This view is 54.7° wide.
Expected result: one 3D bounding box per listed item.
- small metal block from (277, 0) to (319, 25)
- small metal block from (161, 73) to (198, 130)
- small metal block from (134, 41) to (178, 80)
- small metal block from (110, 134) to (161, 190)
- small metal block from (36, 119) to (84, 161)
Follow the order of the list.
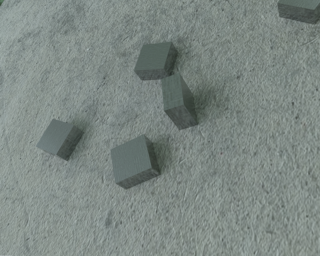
[{"bbox_3d":[0.192,-0.168,0.406,0.050,0.025,0.050,32,79,38],"label":"small metal block"},{"bbox_3d":[0.025,-0.033,0.395,0.025,0.050,0.050,-17,55,19],"label":"small metal block"},{"bbox_3d":[-0.006,-0.101,0.469,0.050,0.025,0.050,2,62,29],"label":"small metal block"},{"bbox_3d":[-0.032,0.043,0.394,0.050,0.025,0.050,-25,53,12],"label":"small metal block"},{"bbox_3d":[-0.153,0.018,0.473,0.050,0.025,0.050,14,69,34],"label":"small metal block"}]
